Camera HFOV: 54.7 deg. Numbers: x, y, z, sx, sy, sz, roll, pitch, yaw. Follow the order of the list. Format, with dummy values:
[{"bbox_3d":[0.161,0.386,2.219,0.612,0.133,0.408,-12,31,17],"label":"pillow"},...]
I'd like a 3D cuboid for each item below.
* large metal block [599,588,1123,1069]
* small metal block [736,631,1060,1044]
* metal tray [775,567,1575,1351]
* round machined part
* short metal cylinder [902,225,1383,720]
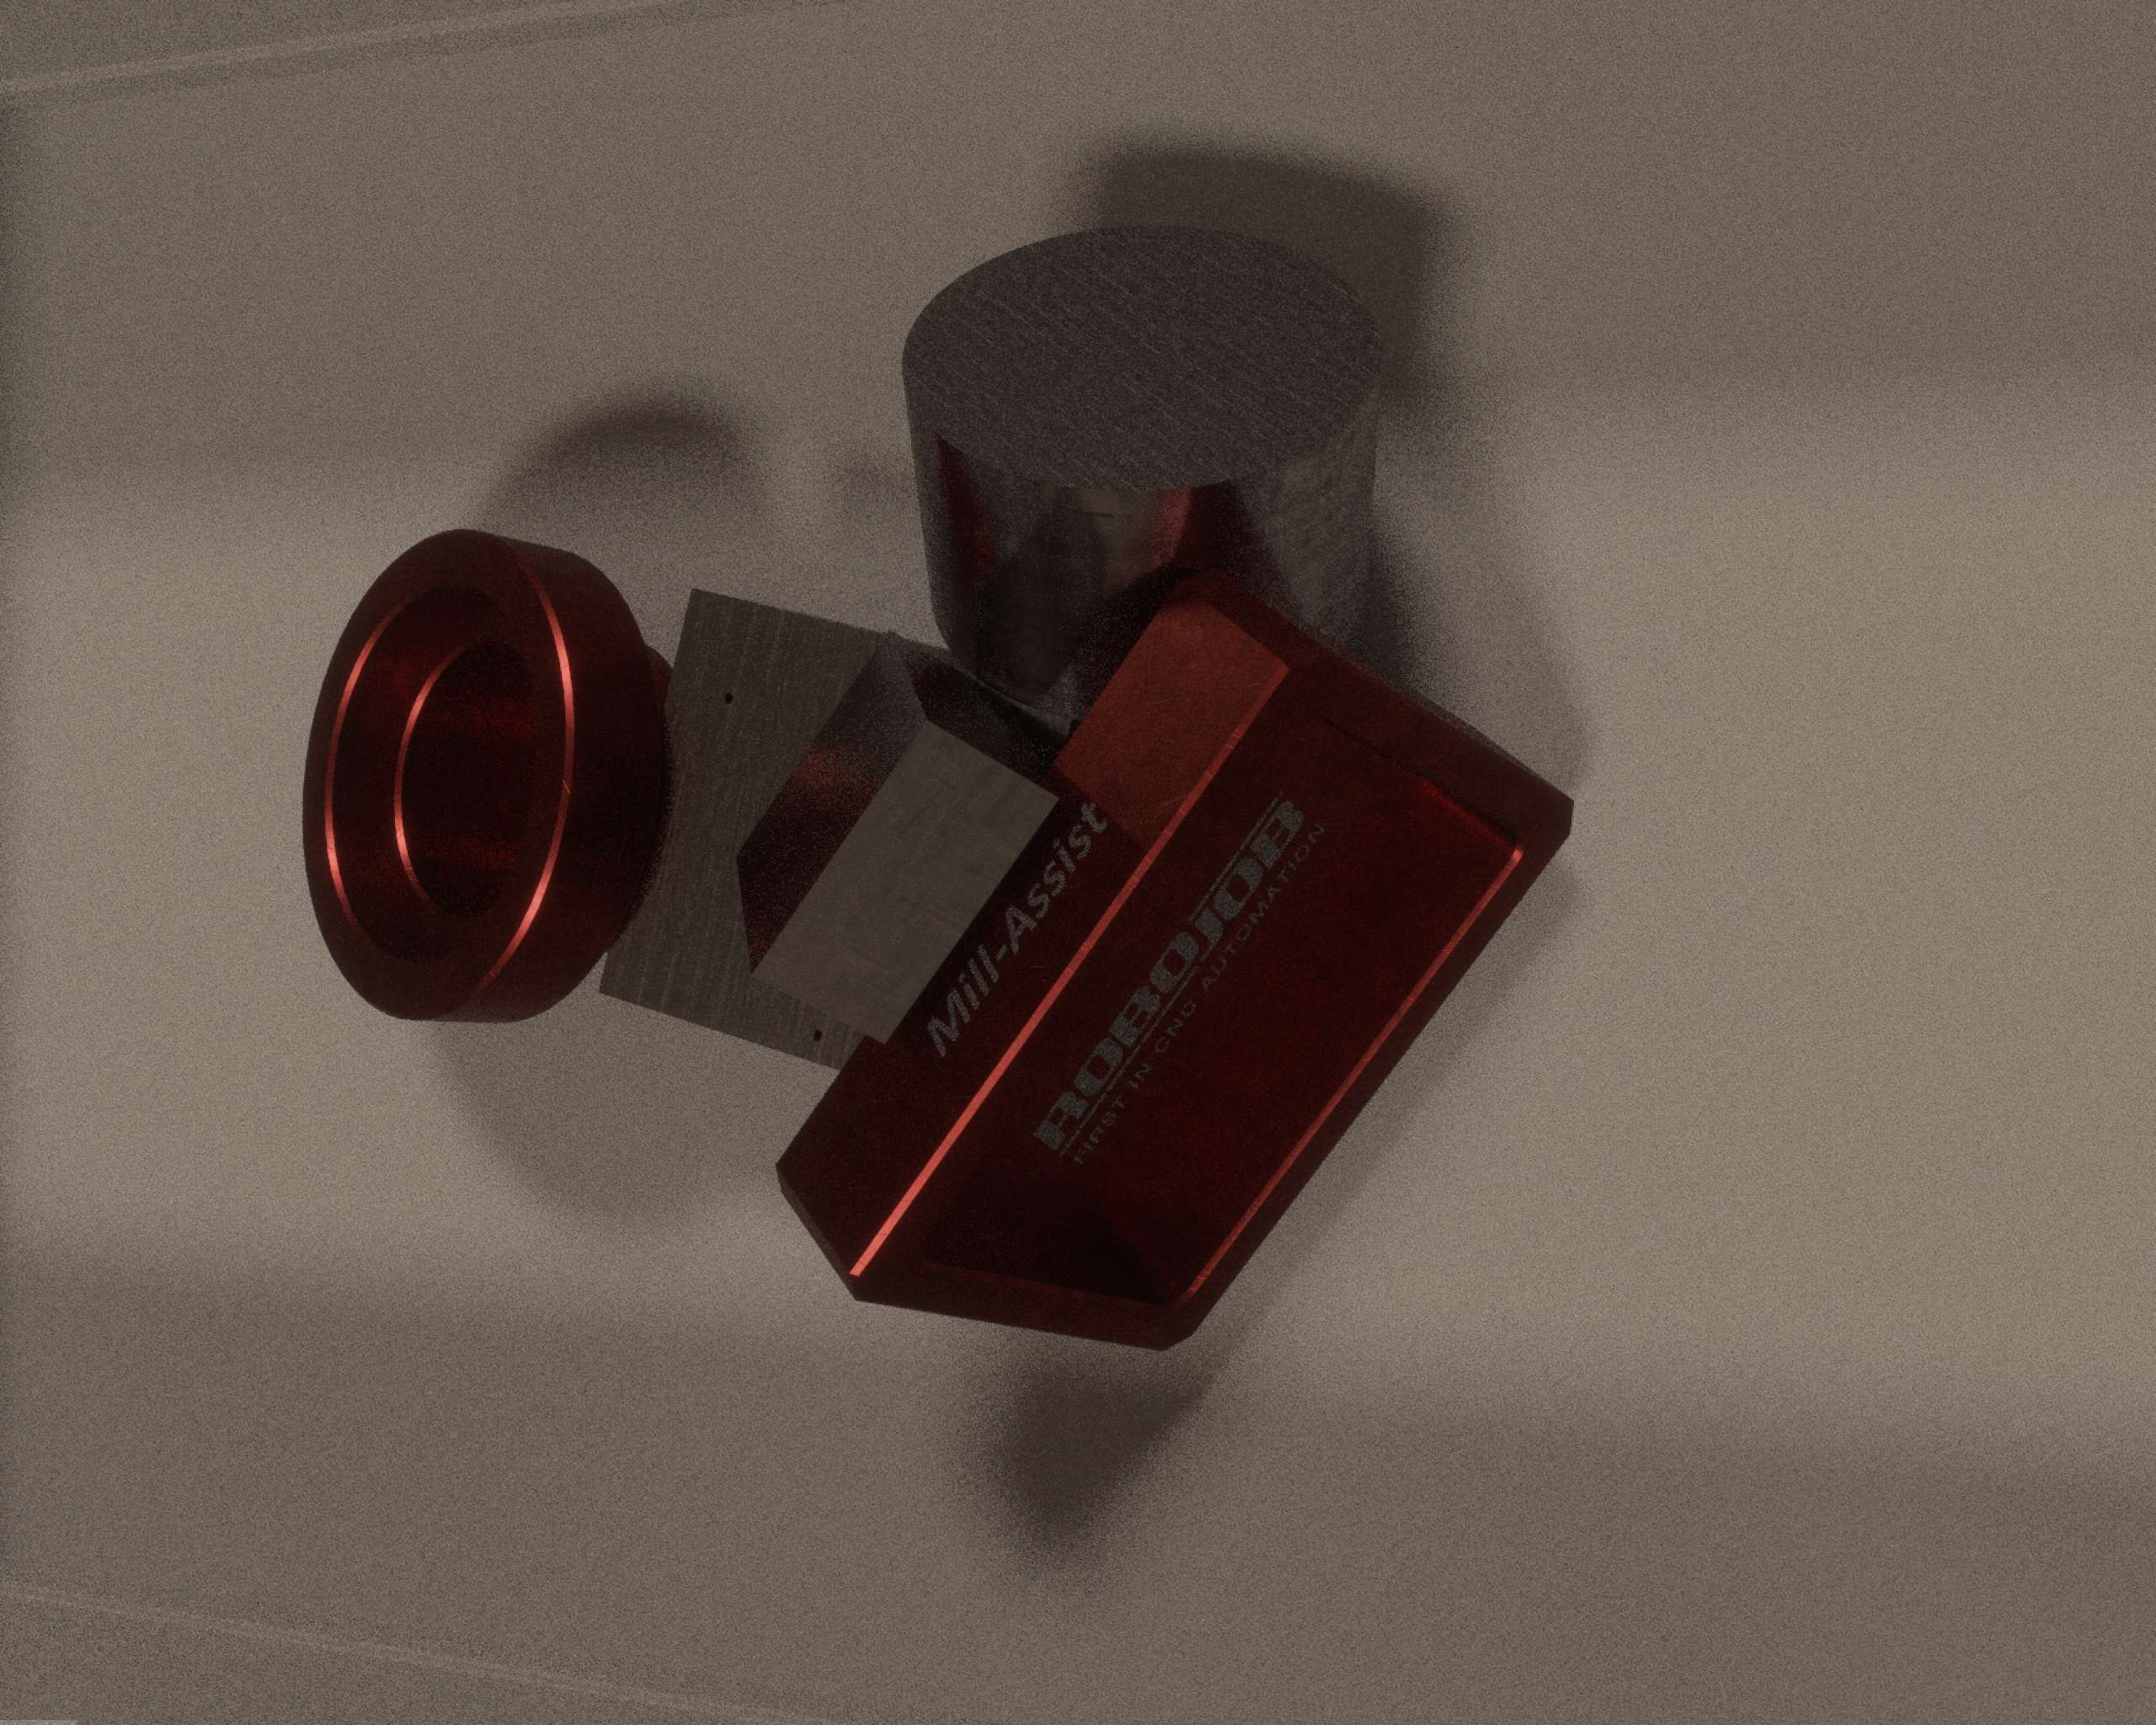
[{"bbox_3d":[-0.037,-0.003,0.408,0.080,0.050,0.079,16,95,19],"label":"large metal block"},{"bbox_3d":[-0.032,-0.006,0.351,0.025,0.050,0.050,31,103,-22],"label":"small metal block"},{"bbox_3d":[0.019,0.023,0.366,0.129,0.090,0.030,-55,47,11],"label":"metal tray"},{"bbox_3d":[-0.114,-0.016,0.426,0.098,0.042,0.097,-6,81,42],"label":"round machined part"},{"bbox_3d":[0.012,-0.069,0.368,0.080,0.080,0.050,17,140,19],"label":"short metal cylinder"}]
